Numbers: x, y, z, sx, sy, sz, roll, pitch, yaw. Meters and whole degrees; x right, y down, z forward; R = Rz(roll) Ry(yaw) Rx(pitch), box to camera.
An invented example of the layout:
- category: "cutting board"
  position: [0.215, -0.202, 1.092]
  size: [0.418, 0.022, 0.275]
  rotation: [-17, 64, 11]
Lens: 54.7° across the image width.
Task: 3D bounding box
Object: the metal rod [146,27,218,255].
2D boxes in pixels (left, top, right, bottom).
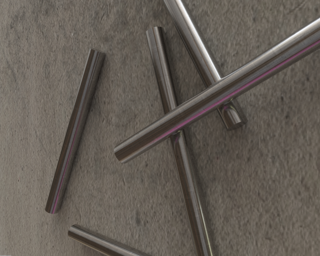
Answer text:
- category: "metal rod"
  position: [0.025, 0.016, 0.382]
  size: [0.025, 0.025, 0.299]
  rotation: [-20, 77, 38]

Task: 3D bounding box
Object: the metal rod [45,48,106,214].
- category: "metal rod"
  position: [-0.147, 0.014, 0.522]
  size: [0.025, 0.025, 0.298]
  rotation: [32, 109, 35]

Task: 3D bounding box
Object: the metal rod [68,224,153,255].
- category: "metal rod"
  position: [-0.028, 0.183, 0.425]
  size: [0.300, 0.025, 0.025]
  rotation: [4, 93, 39]

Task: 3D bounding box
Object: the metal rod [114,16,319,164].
- category: "metal rod"
  position: [0.068, -0.039, 0.316]
  size: [0.300, 0.025, 0.025]
  rotation: [-32, 70, 25]

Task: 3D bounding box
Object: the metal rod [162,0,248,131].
- category: "metal rod"
  position: [0.028, -0.134, 0.379]
  size: [0.025, 0.025, 0.299]
  rotation: [-35, 69, 34]
